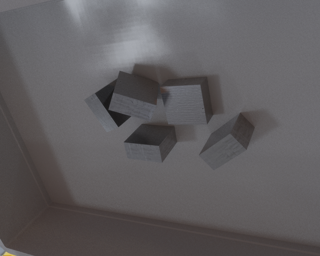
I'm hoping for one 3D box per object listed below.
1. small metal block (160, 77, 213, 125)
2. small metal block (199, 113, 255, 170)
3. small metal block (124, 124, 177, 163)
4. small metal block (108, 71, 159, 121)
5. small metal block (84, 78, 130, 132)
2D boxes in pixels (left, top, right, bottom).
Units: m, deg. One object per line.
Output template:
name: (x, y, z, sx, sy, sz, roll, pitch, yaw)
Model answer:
small metal block: (0.032, -0.032, 0.371, 0.050, 0.025, 0.050, 1, 119, 27)
small metal block: (0.078, 0.015, 0.360, 0.025, 0.050, 0.050, 45, 129, -4)
small metal block: (-0.012, 0.019, 0.409, 0.050, 0.050, 0.025, 4, 120, 26)
small metal block: (-0.031, -0.039, 0.373, 0.050, 0.050, 0.025, 16, 128, -10)
small metal block: (-0.060, -0.031, 0.402, 0.025, 0.050, 0.050, -21, 107, 43)
